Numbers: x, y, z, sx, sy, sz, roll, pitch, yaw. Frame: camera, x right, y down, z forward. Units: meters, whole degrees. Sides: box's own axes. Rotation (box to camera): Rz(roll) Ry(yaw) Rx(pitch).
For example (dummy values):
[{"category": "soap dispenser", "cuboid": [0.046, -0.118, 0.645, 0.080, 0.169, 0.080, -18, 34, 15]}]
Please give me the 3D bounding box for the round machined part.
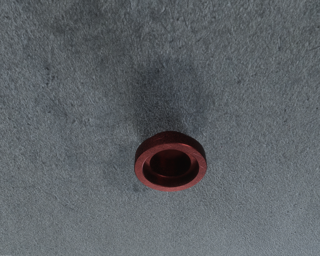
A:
[{"category": "round machined part", "cuboid": [0.014, 0.042, 0.434, 0.099, 0.042, 0.097, -1, 130, 0]}]
